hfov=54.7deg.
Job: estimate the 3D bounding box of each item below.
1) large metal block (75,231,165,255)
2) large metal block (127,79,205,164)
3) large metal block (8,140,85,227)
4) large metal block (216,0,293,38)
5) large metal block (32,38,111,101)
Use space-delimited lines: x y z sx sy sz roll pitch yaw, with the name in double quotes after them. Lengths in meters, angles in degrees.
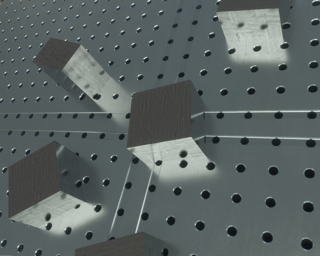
-0.038 0.159 0.313 0.080 0.050 0.080 -20 54 16 "large metal block"
0.009 -0.006 0.390 0.080 0.050 0.080 -11 57 22 "large metal block"
-0.157 0.077 0.425 0.080 0.050 0.080 -29 52 9 "large metal block"
0.134 -0.173 0.428 0.080 0.050 0.080 9 66 31 "large metal block"
-0.143 -0.096 0.504 0.080 0.080 0.050 21 73 35 "large metal block"
